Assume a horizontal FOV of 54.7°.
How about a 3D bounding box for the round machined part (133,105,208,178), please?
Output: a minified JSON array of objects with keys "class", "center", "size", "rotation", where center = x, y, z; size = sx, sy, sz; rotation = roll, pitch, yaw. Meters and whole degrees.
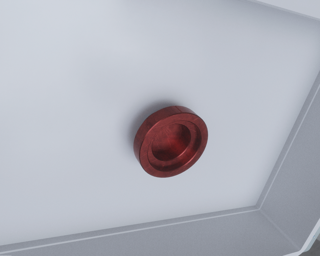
[{"class":"round machined part","center":[0.011,0.014,0.409],"size":[0.099,0.042,0.097],"rotation":[-14,125,-21]}]
